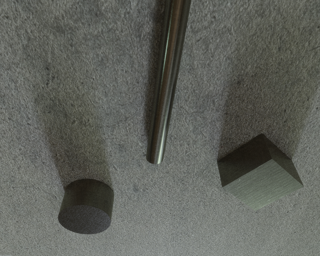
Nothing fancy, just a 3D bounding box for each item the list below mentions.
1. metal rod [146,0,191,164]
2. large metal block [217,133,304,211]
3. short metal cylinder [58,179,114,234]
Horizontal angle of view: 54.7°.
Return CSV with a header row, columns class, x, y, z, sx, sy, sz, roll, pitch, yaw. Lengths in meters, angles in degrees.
class,x,y,z,sx,sy,sz,roll,pitch,yaw
metal rod,0.010,-0.070,0.347,0.025,0.025,0.298,5,130,-5
large metal block,0.143,0.066,0.449,0.080,0.050,0.080,37,121,-27
short metal cylinder,-0.117,0.127,0.497,0.081,0.050,0.079,0,130,0
